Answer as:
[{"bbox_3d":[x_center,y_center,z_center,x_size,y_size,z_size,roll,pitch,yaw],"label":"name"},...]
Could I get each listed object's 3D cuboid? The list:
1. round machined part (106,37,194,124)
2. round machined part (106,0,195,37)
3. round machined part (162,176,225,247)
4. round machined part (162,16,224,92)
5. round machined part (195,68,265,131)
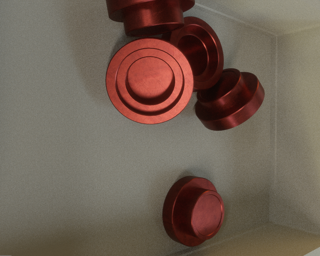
[{"bbox_3d":[-0.011,-0.057,0.364,0.099,0.042,0.097,0,109,0],"label":"round machined part"},{"bbox_3d":[-0.009,-0.131,0.351,0.099,0.098,0.042,-16,100,-39],"label":"round machined part"},{"bbox_3d":[0.054,0.120,0.441,0.099,0.042,0.097,0,90,-40],"label":"round machined part"},{"bbox_3d":[0.038,-0.097,0.423,0.099,0.042,0.097,4,83,-36],"label":"round machined part"},{"bbox_3d":[0.091,-0.046,0.435,0.042,0.098,0.098,49,61,-29],"label":"round machined part"}]
